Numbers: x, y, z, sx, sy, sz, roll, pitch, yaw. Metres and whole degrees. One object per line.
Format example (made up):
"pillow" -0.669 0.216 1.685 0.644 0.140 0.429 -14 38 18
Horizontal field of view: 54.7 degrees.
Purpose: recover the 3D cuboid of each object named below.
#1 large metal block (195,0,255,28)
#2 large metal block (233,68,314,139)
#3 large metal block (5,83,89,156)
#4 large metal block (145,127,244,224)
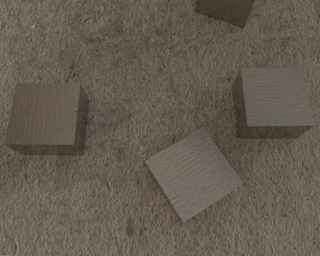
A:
"large metal block" 0.102 -0.204 0.454 0.080 0.080 0.050 22 72 7
"large metal block" 0.144 -0.032 0.407 0.081 0.050 0.080 -1 70 0
"large metal block" -0.140 -0.010 0.397 0.081 0.050 0.080 0 70 0
"large metal block" 0.038 0.058 0.374 0.080 0.050 0.080 -30 73 -11
